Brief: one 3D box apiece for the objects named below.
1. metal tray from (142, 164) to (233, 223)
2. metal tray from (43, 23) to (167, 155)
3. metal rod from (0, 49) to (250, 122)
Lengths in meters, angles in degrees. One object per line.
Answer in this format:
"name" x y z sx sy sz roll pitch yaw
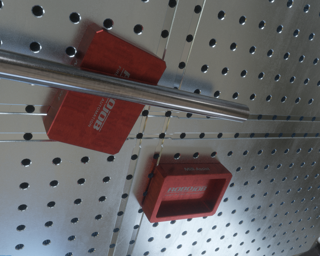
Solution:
"metal tray" 0.045 0.103 0.498 0.131 0.030 0.089 4 117 -31
"metal tray" -0.062 -0.038 0.352 0.091 0.030 0.129 19 108 -36
"metal rod" -0.014 -0.038 0.342 0.302 0.025 0.025 8 114 -33
